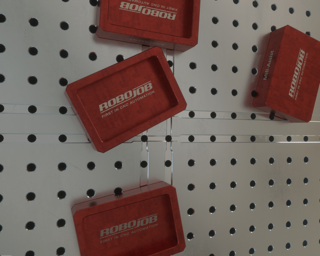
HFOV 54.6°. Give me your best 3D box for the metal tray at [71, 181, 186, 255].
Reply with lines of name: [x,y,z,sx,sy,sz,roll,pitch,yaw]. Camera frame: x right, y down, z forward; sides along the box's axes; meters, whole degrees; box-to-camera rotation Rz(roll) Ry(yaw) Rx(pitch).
metal tray: [-0.038,0.129,0.395,0.131,0.030,0.090,-11,94,-20]

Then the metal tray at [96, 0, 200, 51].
metal tray: [-0.013,-0.156,0.404,0.131,0.030,0.090,4,89,-20]

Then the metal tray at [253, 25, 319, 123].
metal tray: [0.205,-0.082,0.485,0.091,0.030,0.130,18,84,-19]

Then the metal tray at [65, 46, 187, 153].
metal tray: [-0.041,-0.037,0.394,0.131,0.030,0.090,-28,100,-18]
